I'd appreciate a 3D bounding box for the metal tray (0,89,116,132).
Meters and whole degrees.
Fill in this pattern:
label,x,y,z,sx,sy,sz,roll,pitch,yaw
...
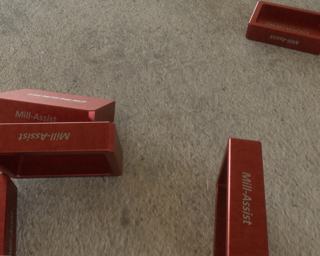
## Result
label,x,y,z,sx,sy,sz,roll,pitch,yaw
metal tray,-0.131,-0.022,0.385,0.131,0.030,0.090,8,13,6

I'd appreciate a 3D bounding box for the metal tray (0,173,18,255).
label,x,y,z,sx,sy,sz,roll,pitch,yaw
metal tray,-0.192,0.114,0.301,0.091,0.030,0.130,-11,51,-10

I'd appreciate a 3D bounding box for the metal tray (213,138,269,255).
label,x,y,z,sx,sy,sz,roll,pitch,yaw
metal tray,0.072,0.085,0.290,0.030,0.089,0.130,7,50,5

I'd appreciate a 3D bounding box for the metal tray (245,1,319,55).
label,x,y,z,sx,sy,sz,roll,pitch,yaw
metal tray,0.230,-0.182,0.555,0.130,0.030,0.090,18,52,14

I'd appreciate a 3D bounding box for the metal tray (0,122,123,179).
label,x,y,z,sx,sy,sz,roll,pitch,yaw
metal tray,-0.110,0.027,0.333,0.131,0.090,0.030,-1,65,-2
